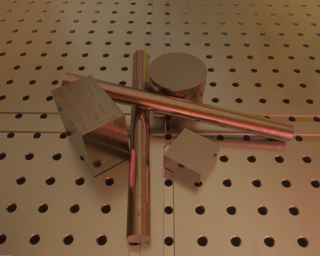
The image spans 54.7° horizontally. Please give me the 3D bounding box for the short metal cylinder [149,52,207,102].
[{"bbox_3d":[0.025,-0.064,0.445,0.081,0.050,0.080,0,50,0],"label":"short metal cylinder"}]

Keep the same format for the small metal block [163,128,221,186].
[{"bbox_3d":[0.039,0.034,0.380,0.050,0.025,0.050,27,55,20],"label":"small metal block"}]

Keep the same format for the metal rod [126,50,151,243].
[{"bbox_3d":[-0.026,-0.002,0.409,0.025,0.025,0.300,-1,50,-1],"label":"metal rod"}]

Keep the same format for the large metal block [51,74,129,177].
[{"bbox_3d":[-0.081,-0.003,0.372,0.050,0.080,0.080,-28,56,-22],"label":"large metal block"}]

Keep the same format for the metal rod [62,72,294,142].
[{"bbox_3d":[0.023,-0.027,0.406,0.302,0.025,0.025,13,51,0],"label":"metal rod"}]
